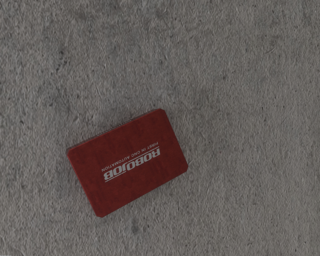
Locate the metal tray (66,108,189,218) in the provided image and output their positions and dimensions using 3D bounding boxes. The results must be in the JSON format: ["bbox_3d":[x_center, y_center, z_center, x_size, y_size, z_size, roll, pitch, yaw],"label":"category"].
[{"bbox_3d":[-0.039,0.041,0.392,0.131,0.030,0.090,-26,99,-18],"label":"metal tray"}]
